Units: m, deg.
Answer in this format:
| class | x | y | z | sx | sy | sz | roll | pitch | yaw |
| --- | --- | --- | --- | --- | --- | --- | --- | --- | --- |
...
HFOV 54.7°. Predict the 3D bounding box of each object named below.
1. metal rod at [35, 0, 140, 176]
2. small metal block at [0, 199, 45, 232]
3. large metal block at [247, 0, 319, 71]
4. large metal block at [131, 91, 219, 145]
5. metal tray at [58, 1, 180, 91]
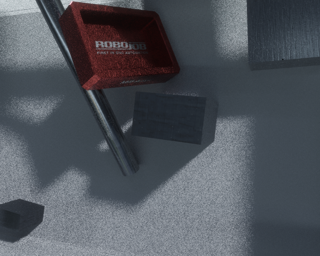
| class | x | y | z | sx | sy | sz | roll | pitch | yaw |
| --- | --- | --- | --- | --- | --- | --- | --- | --- | --- |
| metal rod | -0.095 | -0.071 | 0.376 | 0.025 | 0.025 | 0.299 | -16 | 111 | 19 |
| small metal block | -0.215 | 0.131 | 0.471 | 0.050 | 0.050 | 0.025 | 10 | 93 | 19 |
| large metal block | 0.142 | -0.111 | 0.347 | 0.080 | 0.050 | 0.079 | -2 | 90 | 19 |
| large metal block | 0.021 | -0.012 | 0.373 | 0.080 | 0.080 | 0.050 | 7 | 93 | 19 |
| metal tray | -0.042 | -0.097 | 0.369 | 0.030 | 0.131 | 0.090 | -28 | 80 | 45 |
